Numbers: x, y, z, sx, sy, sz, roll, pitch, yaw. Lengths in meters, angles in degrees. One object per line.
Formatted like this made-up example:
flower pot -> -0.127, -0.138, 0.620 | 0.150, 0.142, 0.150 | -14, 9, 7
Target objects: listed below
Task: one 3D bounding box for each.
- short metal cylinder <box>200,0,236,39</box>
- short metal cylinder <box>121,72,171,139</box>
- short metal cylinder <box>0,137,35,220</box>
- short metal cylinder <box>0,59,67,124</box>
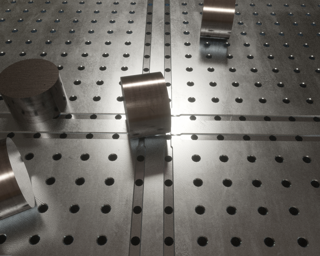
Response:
short metal cylinder -> 0.099, -0.197, 0.539 | 0.050, 0.080, 0.080 | 6, 50, 5
short metal cylinder -> -0.019, -0.029, 0.396 | 0.050, 0.080, 0.080 | -9, 51, -8
short metal cylinder -> -0.171, 0.055, 0.323 | 0.050, 0.080, 0.080 | -20, 53, -16
short metal cylinder -> -0.176, -0.052, 0.433 | 0.081, 0.050, 0.080 | 0, 50, 0
